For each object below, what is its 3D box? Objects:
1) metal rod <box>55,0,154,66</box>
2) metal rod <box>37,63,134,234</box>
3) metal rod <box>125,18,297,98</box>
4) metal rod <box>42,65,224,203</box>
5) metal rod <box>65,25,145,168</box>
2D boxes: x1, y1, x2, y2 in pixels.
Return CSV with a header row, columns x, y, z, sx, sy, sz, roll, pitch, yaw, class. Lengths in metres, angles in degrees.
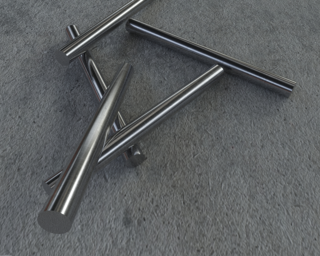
x,y,z,sx,sy,sz,roll,pitch,yaw,class
-0.075,-0.193,0.544,0.025,0.025,0.301,21,47,16,metal rod
-0.064,-0.010,0.352,0.025,0.025,0.300,4,32,3,metal rod
0.069,-0.121,0.504,0.300,0.025,0.025,28,55,21,metal rod
-0.009,-0.012,0.387,0.025,0.025,0.302,33,49,24,metal rod
-0.092,-0.065,0.457,0.025,0.025,0.300,-19,53,-15,metal rod
